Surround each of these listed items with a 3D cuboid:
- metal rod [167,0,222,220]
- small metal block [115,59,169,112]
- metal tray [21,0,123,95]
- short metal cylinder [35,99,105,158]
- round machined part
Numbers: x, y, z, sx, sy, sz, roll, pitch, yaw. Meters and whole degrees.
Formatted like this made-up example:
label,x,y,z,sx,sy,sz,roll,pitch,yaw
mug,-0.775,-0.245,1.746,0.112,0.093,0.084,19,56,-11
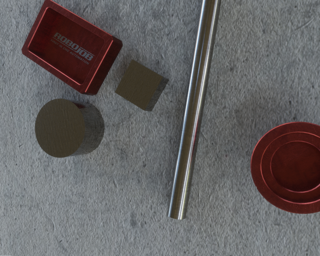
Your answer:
label,x,y,z,sx,sy,sz,roll,pitch,yaw
metal rod,0.044,-0.033,0.392,0.025,0.025,0.298,10,93,19
small metal block,-0.024,-0.057,0.417,0.050,0.025,0.050,32,100,16
metal tray,-0.130,-0.117,0.450,0.130,0.030,0.090,33,100,16
short metal cylinder,-0.127,0.000,0.439,0.080,0.050,0.079,0,90,19
round machined part,0.153,0.042,0.346,0.098,0.042,0.097,0,90,19
